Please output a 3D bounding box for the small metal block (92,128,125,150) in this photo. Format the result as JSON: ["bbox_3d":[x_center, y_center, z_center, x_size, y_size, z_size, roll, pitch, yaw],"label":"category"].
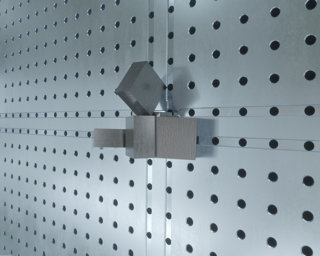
[{"bbox_3d":[-0.069,0.017,0.438,0.050,0.050,0.025,154,116,-73],"label":"small metal block"}]

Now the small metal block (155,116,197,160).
[{"bbox_3d":[0.020,0.012,0.380,0.050,0.025,0.050,2,92,9],"label":"small metal block"}]

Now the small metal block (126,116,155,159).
[{"bbox_3d":[-0.026,0.011,0.384,0.050,0.025,0.050,179,91,-73],"label":"small metal block"}]

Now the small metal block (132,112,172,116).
[{"bbox_3d":[-0.012,0.003,0.421,0.050,0.025,0.050,3,92,40],"label":"small metal block"}]

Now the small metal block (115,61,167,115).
[{"bbox_3d":[-0.023,-0.050,0.400,0.025,0.050,0.050,4,57,41],"label":"small metal block"}]
